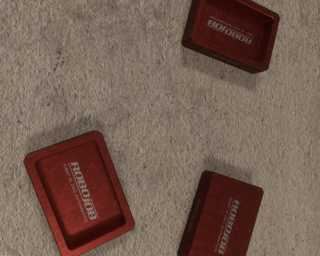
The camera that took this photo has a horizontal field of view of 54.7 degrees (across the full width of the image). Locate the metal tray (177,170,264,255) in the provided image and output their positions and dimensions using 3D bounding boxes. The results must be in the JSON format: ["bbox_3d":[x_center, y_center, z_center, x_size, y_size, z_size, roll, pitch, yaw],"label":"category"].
[{"bbox_3d":[0.087,0.135,0.440,0.091,0.030,0.129,21,83,-19],"label":"metal tray"}]

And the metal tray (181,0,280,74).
[{"bbox_3d":[0.104,-0.141,0.445,0.131,0.030,0.090,16,85,-20],"label":"metal tray"}]

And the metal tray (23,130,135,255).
[{"bbox_3d":[-0.094,0.077,0.372,0.091,0.030,0.129,-21,97,-19],"label":"metal tray"}]
